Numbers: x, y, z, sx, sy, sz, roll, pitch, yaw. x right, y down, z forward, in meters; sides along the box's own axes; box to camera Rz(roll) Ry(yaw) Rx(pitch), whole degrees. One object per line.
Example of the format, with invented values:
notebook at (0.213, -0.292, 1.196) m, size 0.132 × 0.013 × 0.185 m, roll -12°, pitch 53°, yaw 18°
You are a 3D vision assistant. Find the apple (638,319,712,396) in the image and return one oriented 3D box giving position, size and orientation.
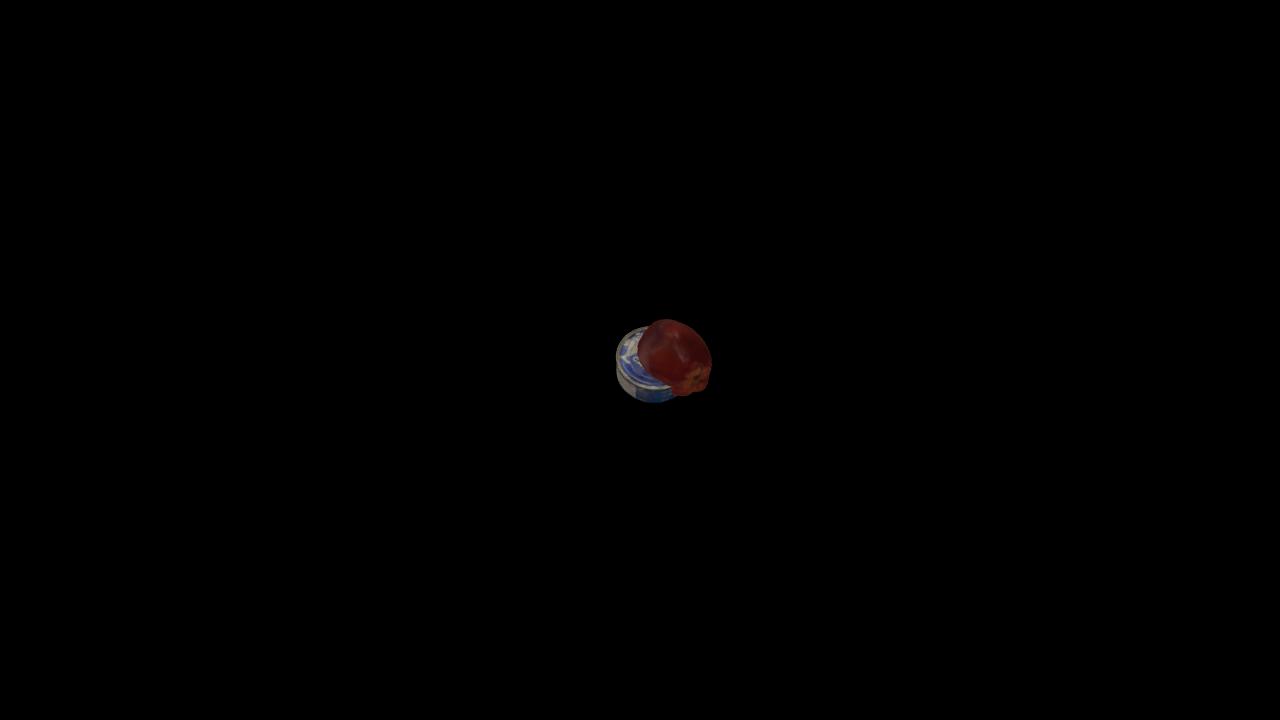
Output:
apple at (0.038, -0.004, 0.676) m, size 0.079 × 0.079 × 0.093 m, roll 0°, pitch 33°, yaw -30°

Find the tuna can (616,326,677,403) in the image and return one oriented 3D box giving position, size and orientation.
tuna can at (0.015, 0.005, 0.681) m, size 0.084 × 0.084 × 0.034 m, roll 0°, pitch -34°, yaw -2°
